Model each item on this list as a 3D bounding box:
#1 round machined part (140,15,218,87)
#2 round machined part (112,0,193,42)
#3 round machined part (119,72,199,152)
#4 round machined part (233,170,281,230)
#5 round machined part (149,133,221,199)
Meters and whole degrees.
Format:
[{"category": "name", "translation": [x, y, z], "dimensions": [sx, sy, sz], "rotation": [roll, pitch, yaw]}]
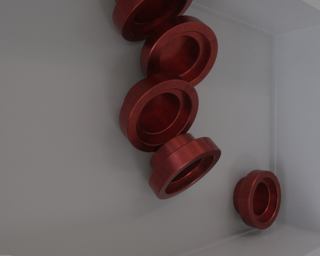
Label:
[{"category": "round machined part", "translation": [0.020, -0.095, 0.391], "dimensions": [0.099, 0.042, 0.097], "rotation": [-18, 137, -18]}, {"category": "round machined part", "translation": [-0.012, -0.147, 0.356], "dimensions": [0.099, 0.098, 0.042], "rotation": [-26, 81, -37]}, {"category": "round machined part", "translation": [-0.005, -0.022, 0.373], "dimensions": [0.099, 0.042, 0.097], "rotation": [-21, 133, -25]}, {"category": "round machined part", "translation": [0.164, 0.120, 0.533], "dimensions": [0.099, 0.042, 0.097], "rotation": [0, 90, -40]}, {"category": "round machined part", "translation": [0.026, 0.044, 0.395], "dimensions": [0.099, 0.097, 0.042], "rotation": [-15, 57, -39]}]
